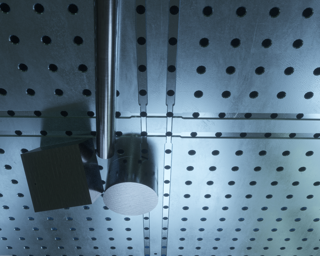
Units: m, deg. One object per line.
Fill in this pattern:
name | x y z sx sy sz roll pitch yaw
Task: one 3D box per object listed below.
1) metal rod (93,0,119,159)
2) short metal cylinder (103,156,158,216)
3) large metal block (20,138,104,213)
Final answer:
metal rod | -0.060 -0.078 0.344 0.025 0.025 0.298 5 130 -5
short metal cylinder | -0.043 0.089 0.470 0.081 0.050 0.079 0 130 0
large metal block | -0.131 0.063 0.424 0.080 0.050 0.080 -10 96 8
